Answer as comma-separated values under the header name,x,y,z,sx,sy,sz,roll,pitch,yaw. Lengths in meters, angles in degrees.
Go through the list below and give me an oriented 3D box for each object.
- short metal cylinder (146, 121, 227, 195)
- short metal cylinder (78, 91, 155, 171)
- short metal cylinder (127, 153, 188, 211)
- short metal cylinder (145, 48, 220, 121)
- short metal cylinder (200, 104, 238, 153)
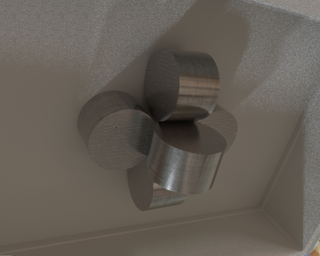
name,x,y,z,sx,sy,sz,roll,pitch,yaw
short metal cylinder,0.028,0.029,0.347,0.081,0.080,0.050,-1,119,-28
short metal cylinder,-0.050,0.003,0.364,0.081,0.050,0.079,-14,124,-21
short metal cylinder,-0.004,0.065,0.408,0.050,0.080,0.079,-2,120,-28
short metal cylinder,0.023,-0.048,0.353,0.050,0.080,0.079,-2,120,-28
short metal cylinder,0.057,0.001,0.421,0.081,0.050,0.079,-14,124,-21
